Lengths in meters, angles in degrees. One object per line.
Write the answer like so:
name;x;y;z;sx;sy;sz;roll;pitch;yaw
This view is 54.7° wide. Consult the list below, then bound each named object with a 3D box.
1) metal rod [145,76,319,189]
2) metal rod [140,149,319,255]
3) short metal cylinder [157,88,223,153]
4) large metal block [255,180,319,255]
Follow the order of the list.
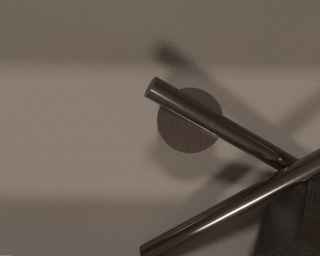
metal rod;0.118;0.023;0.375;0.301;0.025;0.025;28;90;-16
metal rod;0.104;0.089;0.379;0.300;0.025;0.025;-32;91;13
short metal cylinder;0.037;-0.009;0.399;0.081;0.050;0.079;0;90;-1
large metal block;0.167;0.120;0.370;0.050;0.080;0.080;32;53;-1
